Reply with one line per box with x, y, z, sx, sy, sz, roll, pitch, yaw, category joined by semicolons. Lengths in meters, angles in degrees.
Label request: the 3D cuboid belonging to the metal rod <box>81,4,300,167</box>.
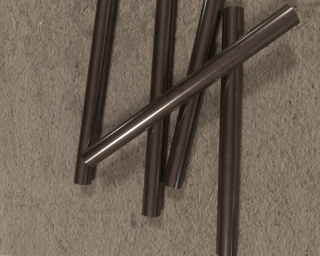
0.023;-0.040;0.372;0.300;0.025;0.025;-35;79;16;metal rod

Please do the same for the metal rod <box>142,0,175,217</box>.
-0.001;-0.034;0.408;0.025;0.025;0.298;4;91;19;metal rod

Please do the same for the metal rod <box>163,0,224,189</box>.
0.048;-0.071;0.391;0.025;0.025;0.298;14;94;19;metal rod

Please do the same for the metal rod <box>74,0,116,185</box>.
-0.091;-0.068;0.439;0.025;0.025;0.298;9;93;19;metal rod

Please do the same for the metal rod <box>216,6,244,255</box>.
0.085;0.005;0.378;0.025;0.025;0.298;2;91;19;metal rod
